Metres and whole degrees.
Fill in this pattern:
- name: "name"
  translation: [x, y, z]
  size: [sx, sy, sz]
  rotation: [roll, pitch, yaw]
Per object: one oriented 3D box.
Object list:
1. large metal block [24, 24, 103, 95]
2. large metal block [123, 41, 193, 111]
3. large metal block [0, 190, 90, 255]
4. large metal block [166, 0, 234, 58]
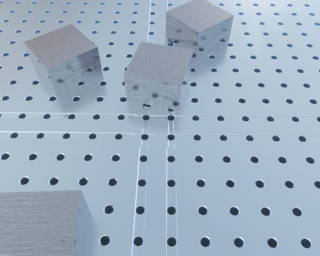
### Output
- name: "large metal block"
  translation: [-0.149, -0.109, 0.483]
  size: [0.080, 0.050, 0.080]
  rotation: [-31, 57, -24]
- name: "large metal block"
  translation: [0.000, -0.078, 0.457]
  size: [0.080, 0.050, 0.080]
  rotation: [12, 51, 10]
- name: "large metal block"
  translation: [-0.117, 0.109, 0.299]
  size: [0.080, 0.050, 0.080]
  rotation: [-2, 50, -1]
- name: "large metal block"
  translation: [0.067, -0.177, 0.540]
  size: [0.080, 0.050, 0.080]
  rotation: [-32, 57, -24]
